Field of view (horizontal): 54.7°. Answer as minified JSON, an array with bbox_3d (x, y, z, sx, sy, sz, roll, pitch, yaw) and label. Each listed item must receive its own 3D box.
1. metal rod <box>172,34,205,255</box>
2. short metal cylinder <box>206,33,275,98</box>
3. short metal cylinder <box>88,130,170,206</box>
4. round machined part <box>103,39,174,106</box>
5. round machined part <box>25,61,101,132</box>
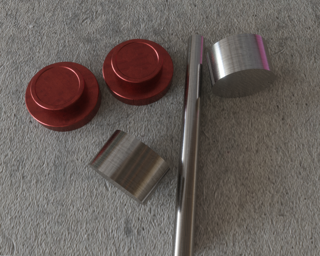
[{"bbox_3d":[0.040,0.010,0.404,0.025,0.025,0.299,5,70,1],"label":"metal rod"},{"bbox_3d":[0.105,-0.079,0.409,0.081,0.080,0.050,-5,70,-2],"label":"short metal cylinder"},{"bbox_3d":[-0.036,0.046,0.362,0.080,0.080,0.050,33,73,11],"label":"short metal cylinder"},{"bbox_3d":[-0.030,-0.083,0.429,0.099,0.042,0.098,0,70,-1],"label":"round machined part"},{"bbox_3d":[-0.131,-0.048,0.415,0.099,0.042,0.098,0,70,-1],"label":"round machined part"}]
